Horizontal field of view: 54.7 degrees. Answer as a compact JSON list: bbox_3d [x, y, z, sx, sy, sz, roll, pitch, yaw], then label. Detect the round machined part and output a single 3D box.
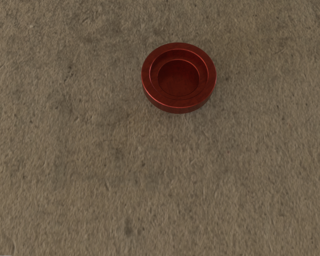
[{"bbox_3d":[0.025,-0.064,0.423,0.099,0.042,0.098,0,70,-1],"label":"round machined part"}]
